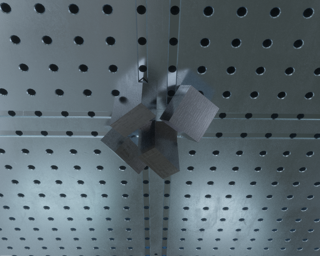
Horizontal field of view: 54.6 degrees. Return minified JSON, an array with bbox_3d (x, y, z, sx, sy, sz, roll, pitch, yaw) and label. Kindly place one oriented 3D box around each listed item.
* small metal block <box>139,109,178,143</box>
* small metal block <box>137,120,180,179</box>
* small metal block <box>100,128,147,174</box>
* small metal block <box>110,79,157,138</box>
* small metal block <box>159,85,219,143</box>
[{"bbox_3d":[-0.003,0.002,0.413,0.050,0.025,0.050,-1,130,-1],"label":"small metal block"},{"bbox_3d":[-0.001,0.027,0.384,0.025,0.050,0.050,-30,125,22],"label":"small metal block"},{"bbox_3d":[-0.046,0.030,0.416,0.025,0.050,0.050,-48,123,-10],"label":"small metal block"},{"bbox_3d":[-0.031,-0.024,0.374,0.050,0.050,0.025,-34,123,25],"label":"small metal block"},{"bbox_3d":[0.036,-0.018,0.379,0.050,0.025,0.050,35,82,-26],"label":"small metal block"}]
